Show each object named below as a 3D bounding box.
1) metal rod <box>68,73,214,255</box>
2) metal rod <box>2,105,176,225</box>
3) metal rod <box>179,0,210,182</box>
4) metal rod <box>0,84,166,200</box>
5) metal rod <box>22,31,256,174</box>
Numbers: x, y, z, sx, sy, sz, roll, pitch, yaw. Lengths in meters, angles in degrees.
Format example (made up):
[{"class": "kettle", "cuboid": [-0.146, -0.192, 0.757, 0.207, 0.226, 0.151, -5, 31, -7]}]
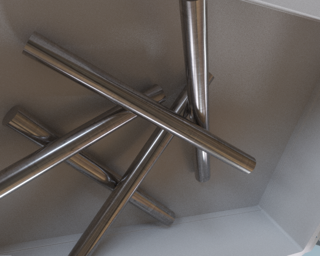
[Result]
[{"class": "metal rod", "cuboid": [-0.026, 0.052, 0.400, 0.025, 0.025, 0.299, 34, 91, -39]}, {"class": "metal rod", "cuboid": [-0.069, 0.067, 0.412, 0.025, 0.025, 0.300, -44, 129, 2]}, {"class": "metal rod", "cuboid": [0.048, -0.020, 0.381, 0.025, 0.025, 0.299, -26, 141, -12]}, {"class": "metal rod", "cuboid": [-0.119, 0.032, 0.326, 0.302, 0.025, 0.025, -32, 130, -22]}, {"class": "metal rod", "cuboid": [-0.003, -0.016, 0.353, 0.301, 0.025, 0.025, 28, 103, -24]}]
